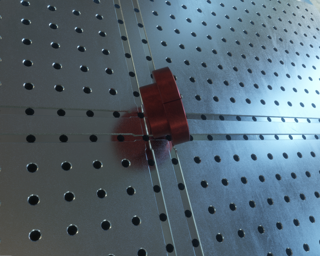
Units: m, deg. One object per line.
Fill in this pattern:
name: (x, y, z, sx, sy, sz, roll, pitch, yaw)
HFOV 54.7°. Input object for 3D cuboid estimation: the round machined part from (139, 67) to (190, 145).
round machined part: (0.003, -0.024, 0.391, 0.042, 0.098, 0.098, -16, 67, -1)
